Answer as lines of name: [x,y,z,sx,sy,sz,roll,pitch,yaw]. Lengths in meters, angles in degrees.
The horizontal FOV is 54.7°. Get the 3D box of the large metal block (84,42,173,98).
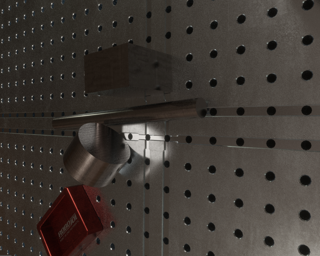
large metal block: [-0.041,-0.071,0.405,0.080,0.081,0.050,-3,88,39]

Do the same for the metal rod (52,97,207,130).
metal rod: [-0.067,-0.016,0.461,0.300,0.025,0.025,-4,88,39]

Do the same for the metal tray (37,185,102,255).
metal tray: [-0.160,0.171,0.534,0.129,0.030,0.090,-49,61,28]

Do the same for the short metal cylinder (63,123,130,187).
short metal cylinder: [-0.090,0.038,0.446,0.080,0.081,0.050,52,120,27]
